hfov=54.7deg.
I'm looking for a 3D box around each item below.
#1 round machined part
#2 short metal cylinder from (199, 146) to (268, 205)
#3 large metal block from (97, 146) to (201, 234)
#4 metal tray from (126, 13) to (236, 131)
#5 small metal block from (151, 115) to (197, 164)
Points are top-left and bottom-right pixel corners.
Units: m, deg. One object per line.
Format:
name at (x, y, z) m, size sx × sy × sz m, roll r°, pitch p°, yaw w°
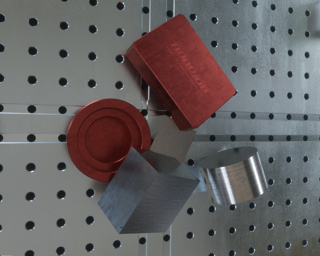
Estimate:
round machined part at (-0.064, 0.014, 0.380) m, size 0.099 × 0.042 × 0.097 m, roll 0°, pitch 90°, yaw -20°
short metal cylinder at (0.099, 0.062, 0.420) m, size 0.081 × 0.080 × 0.050 m, roll -20°, pitch 97°, yaw -19°
large metal block at (-0.012, 0.075, 0.365) m, size 0.080 × 0.050 × 0.080 m, roll 21°, pitch 105°, yaw -48°
metal tray at (0.030, -0.072, 0.407) m, size 0.090 × 0.030 × 0.130 m, roll -40°, pitch 98°, yaw -26°
small metal block at (0.014, 0.016, 0.418) m, size 0.050 × 0.025 × 0.050 m, roll 27°, pitch 81°, yaw -18°
